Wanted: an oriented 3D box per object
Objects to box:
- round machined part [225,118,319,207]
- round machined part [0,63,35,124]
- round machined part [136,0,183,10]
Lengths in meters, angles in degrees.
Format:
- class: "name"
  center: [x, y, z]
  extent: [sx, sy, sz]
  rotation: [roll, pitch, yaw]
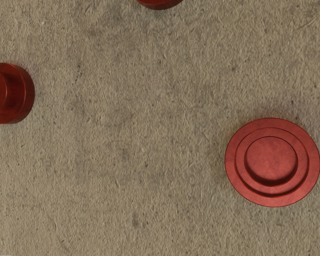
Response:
- class: "round machined part"
  center: [0.127, 0.037, 0.355]
  extent: [0.098, 0.042, 0.097]
  rotation: [0, 90, 20]
- class: "round machined part"
  center: [-0.252, -0.055, 0.489]
  extent: [0.098, 0.042, 0.097]
  rotation: [0, 90, 20]
- class: "round machined part"
  center: [-0.003, -0.209, 0.401]
  extent: [0.098, 0.042, 0.097]
  rotation: [0, 90, 20]
